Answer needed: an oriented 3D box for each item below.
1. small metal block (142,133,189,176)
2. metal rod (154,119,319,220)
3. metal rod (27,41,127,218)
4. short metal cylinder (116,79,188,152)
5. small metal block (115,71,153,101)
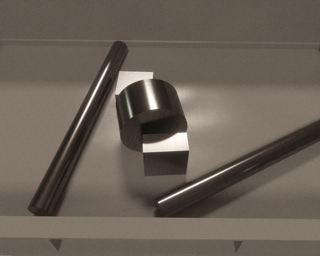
[{"bbox_3d":[0.006,0.032,0.362,0.050,0.050,0.025,-3,50,-3],"label":"small metal block"},{"bbox_3d":[0.132,0.033,0.378,0.302,0.025,0.025,-22,54,-18],"label":"metal rod"},{"bbox_3d":[-0.097,-0.023,0.423,0.025,0.025,0.300,9,50,7],"label":"metal rod"},{"bbox_3d":[-0.011,-0.014,0.381,0.081,0.080,0.050,-8,51,-8],"label":"short metal cylinder"},{"bbox_3d":[-0.036,-0.056,0.452,0.050,0.025,0.050,2,50,1],"label":"small metal block"}]
